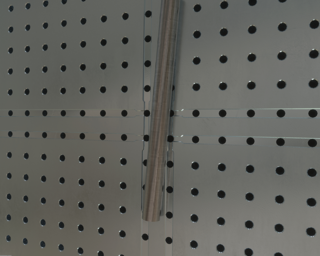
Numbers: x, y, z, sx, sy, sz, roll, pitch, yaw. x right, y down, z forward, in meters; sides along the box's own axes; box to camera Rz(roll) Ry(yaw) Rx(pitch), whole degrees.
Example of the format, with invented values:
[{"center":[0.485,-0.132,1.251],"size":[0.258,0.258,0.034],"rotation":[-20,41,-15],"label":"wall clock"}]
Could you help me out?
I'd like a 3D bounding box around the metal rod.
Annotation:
[{"center":[0.002,-0.027,0.412],"size":[0.025,0.025,0.298],"rotation":[6,92,20],"label":"metal rod"}]
